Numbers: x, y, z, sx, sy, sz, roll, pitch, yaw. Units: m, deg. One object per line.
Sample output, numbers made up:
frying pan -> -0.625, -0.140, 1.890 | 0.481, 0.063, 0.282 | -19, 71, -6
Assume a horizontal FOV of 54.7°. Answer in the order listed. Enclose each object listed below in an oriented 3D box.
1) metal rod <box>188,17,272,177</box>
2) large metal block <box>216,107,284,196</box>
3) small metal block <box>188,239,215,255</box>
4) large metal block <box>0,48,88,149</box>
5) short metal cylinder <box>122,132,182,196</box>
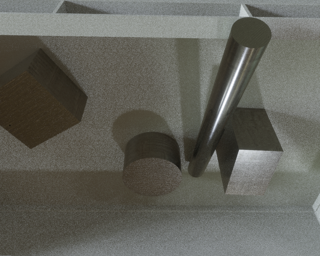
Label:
metal rod -> 0.056, 0.001, 0.329 | 0.025, 0.025, 0.299 | 0, 156, -1
large metal block -> 0.110, 0.030, 0.400 | 0.050, 0.080, 0.079 | 3, 130, -3
small metal block -> 0.083, 0.250, 0.627 | 0.050, 0.025, 0.050 | -3, 130, 2
large metal block -> -0.146, -0.032, 0.363 | 0.080, 0.050, 0.080 | -26, 126, 20
short metal cylinder -> -0.011, 0.052, 0.437 | 0.081, 0.050, 0.079 | 0, 130, 0
